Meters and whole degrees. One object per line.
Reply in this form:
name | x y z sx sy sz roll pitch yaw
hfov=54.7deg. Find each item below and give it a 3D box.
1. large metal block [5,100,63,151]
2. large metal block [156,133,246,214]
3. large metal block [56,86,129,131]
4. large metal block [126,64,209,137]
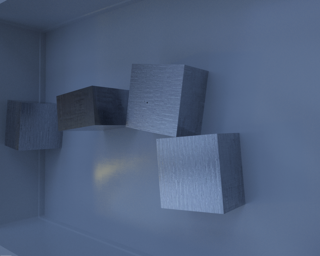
large metal block | -0.221 -0.006 0.550 0.050 0.081 0.079 11 97 39
large metal block | 0.045 0.049 0.352 0.080 0.050 0.080 -7 86 39
large metal block | -0.088 -0.024 0.441 0.080 0.081 0.050 -8 85 39
large metal block | 0.008 -0.035 0.383 0.080 0.050 0.079 11 97 39
